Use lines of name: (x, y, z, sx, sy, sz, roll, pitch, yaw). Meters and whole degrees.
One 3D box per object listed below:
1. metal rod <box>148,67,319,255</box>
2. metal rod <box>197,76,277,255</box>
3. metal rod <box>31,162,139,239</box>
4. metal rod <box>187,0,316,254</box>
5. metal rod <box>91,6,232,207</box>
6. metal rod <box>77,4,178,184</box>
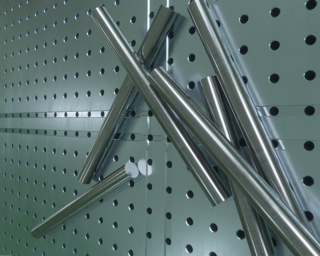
metal rod: (0.078, 0.041, 0.311, 0.300, 0.025, 0.025, 52, 121, 27)
metal rod: (0.095, 0.085, 0.331, 0.025, 0.025, 0.299, -25, 74, 37)
metal rod: (-0.141, 0.133, 0.527, 0.299, 0.025, 0.025, -36, 68, 34)
metal rod: (0.093, -0.012, 0.332, 0.025, 0.025, 0.299, -31, 71, 36)
metal rod: (-0.007, -0.038, 0.392, 0.025, 0.025, 0.299, -43, 72, 32)
metal rod: (-0.056, -0.035, 0.457, 0.025, 0.025, 0.298, 44, 117, 31)
